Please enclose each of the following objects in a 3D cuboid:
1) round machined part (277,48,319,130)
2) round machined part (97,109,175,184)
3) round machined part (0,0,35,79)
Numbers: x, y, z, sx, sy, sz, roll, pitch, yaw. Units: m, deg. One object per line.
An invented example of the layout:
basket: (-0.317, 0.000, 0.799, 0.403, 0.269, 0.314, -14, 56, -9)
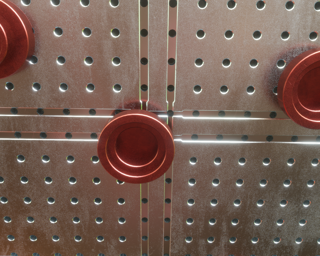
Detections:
round machined part: (0.195, -0.051, 0.387, 0.099, 0.042, 0.097, 0, 110, 0)
round machined part: (-0.030, 0.021, 0.412, 0.099, 0.042, 0.097, 0, 110, 0)
round machined part: (-0.205, -0.105, 0.364, 0.099, 0.042, 0.097, 0, 110, 0)
